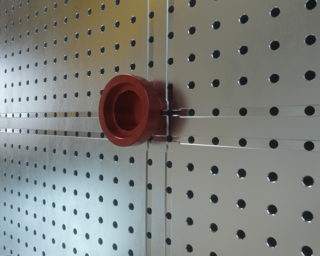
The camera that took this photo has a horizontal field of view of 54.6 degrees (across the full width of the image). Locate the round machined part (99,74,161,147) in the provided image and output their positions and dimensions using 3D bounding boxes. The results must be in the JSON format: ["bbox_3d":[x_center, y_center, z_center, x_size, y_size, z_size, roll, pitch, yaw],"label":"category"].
[{"bbox_3d":[-0.038,-0.024,0.431,0.098,0.042,0.097,0,90,40],"label":"round machined part"}]
